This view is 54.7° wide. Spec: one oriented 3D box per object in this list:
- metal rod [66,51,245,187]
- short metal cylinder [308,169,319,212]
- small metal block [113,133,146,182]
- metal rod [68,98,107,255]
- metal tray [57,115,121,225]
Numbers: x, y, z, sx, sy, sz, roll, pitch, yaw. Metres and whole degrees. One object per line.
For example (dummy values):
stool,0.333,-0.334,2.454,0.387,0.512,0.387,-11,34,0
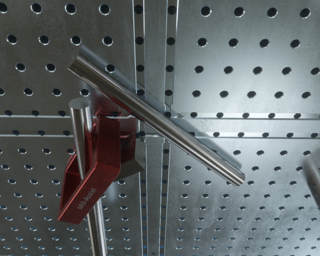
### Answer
metal rod,0.012,0.002,0.413,0.301,0.025,0.025,35,122,-27
short metal cylinder,0.282,0.099,0.484,0.081,0.050,0.079,0,130,0
small metal block,-0.048,0.041,0.429,0.050,0.050,0.025,-24,127,18
metal rod,-0.097,0.092,0.442,0.025,0.025,0.298,1,126,-2
metal tray,-0.095,0.057,0.414,0.030,0.090,0.129,21,127,-25
